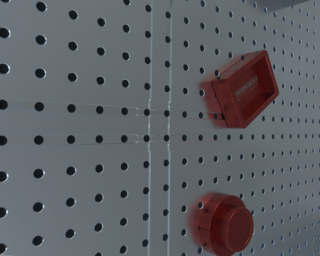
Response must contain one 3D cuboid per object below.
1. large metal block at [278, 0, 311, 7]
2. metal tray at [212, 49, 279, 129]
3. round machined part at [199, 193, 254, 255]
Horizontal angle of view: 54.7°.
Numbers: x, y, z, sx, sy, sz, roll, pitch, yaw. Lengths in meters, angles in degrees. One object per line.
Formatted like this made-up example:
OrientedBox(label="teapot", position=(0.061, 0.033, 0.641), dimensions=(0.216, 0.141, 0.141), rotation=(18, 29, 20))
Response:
OrientedBox(label="large metal block", position=(0.256, -0.297, 0.606), dimensions=(0.081, 0.050, 0.080), rotation=(9, 84, -40))
OrientedBox(label="metal tray", position=(0.151, -0.068, 0.531), dimensions=(0.131, 0.030, 0.090), rotation=(-38, 113, -34))
OrientedBox(label="round machined part", position=(0.111, 0.156, 0.491), dimensions=(0.099, 0.042, 0.097), rotation=(0, 90, -40))
